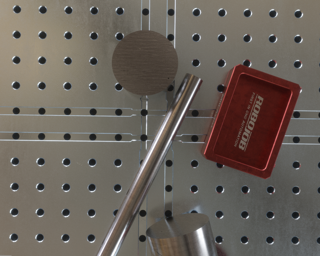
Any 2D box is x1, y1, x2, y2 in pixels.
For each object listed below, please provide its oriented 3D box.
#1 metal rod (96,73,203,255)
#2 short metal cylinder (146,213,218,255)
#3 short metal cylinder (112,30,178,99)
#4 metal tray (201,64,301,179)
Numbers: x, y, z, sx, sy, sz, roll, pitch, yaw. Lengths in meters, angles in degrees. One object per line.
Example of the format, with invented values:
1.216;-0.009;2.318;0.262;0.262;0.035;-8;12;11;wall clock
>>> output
-0.020;0.067;0.413;0.025;0.025;0.299;26;90;0;metal rod
0.027;0.145;0.386;0.080;0.080;0.050;-14;90;0;short metal cylinder
-0.018;-0.079;0.401;0.081;0.050;0.079;0;90;0;short metal cylinder
0.119;-0.008;0.411;0.090;0.030;0.129;19;90;0;metal tray
